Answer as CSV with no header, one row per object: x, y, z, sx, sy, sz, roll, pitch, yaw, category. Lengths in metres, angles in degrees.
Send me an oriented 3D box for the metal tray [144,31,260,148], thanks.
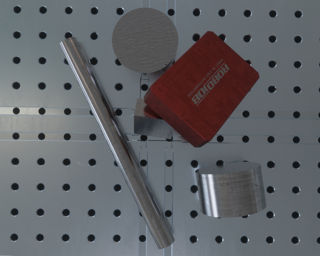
0.055,-0.051,0.383,0.090,0.030,0.130,42,62,0,metal tray

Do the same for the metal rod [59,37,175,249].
-0.057,0.020,0.412,0.025,0.025,0.299,-26,90,0,metal rod

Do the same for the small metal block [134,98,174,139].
-0.006,-0.011,0.398,0.050,0.050,0.025,9,62,0,small metal block

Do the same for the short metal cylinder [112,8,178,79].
-0.018,-0.106,0.400,0.081,0.050,0.079,0,90,0,short metal cylinder

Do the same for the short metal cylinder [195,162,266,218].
0.087,0.074,0.387,0.080,0.080,0.050,-8,90,0,short metal cylinder
